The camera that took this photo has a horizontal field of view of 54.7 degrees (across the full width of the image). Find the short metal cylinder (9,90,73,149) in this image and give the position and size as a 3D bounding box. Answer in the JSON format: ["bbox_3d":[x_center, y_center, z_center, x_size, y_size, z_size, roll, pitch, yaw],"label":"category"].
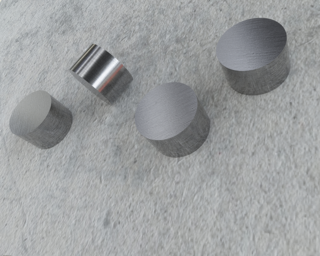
[{"bbox_3d":[-0.188,-0.013,0.492,0.080,0.050,0.080,-13,56,20],"label":"short metal cylinder"}]

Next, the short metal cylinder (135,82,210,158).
[{"bbox_3d":[0.016,-0.010,0.384,0.080,0.050,0.080,-13,56,20],"label":"short metal cylinder"}]

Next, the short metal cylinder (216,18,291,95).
[{"bbox_3d":[0.115,-0.087,0.380,0.080,0.050,0.080,-13,56,20],"label":"short metal cylinder"}]

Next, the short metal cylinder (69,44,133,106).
[{"bbox_3d":[-0.087,-0.078,0.460,0.080,0.080,0.050,32,80,37],"label":"short metal cylinder"}]
